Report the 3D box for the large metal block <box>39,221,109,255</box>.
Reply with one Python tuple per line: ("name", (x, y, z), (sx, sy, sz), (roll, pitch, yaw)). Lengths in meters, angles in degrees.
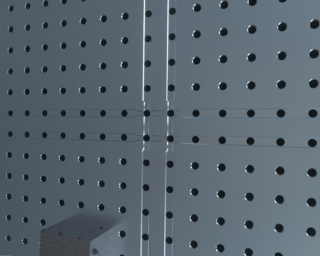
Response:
("large metal block", (-0.123, 0.186, 0.443), (0.080, 0.050, 0.080), (4, 92, 20))
